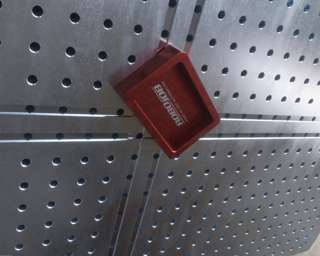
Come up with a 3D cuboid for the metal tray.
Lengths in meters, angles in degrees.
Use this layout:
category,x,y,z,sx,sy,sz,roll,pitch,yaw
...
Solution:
category,x,y,z,sx,sy,sz,roll,pitch,yaw
metal tray,0.016,-0.029,0.400,0.090,0.030,0.130,-38,130,-3
